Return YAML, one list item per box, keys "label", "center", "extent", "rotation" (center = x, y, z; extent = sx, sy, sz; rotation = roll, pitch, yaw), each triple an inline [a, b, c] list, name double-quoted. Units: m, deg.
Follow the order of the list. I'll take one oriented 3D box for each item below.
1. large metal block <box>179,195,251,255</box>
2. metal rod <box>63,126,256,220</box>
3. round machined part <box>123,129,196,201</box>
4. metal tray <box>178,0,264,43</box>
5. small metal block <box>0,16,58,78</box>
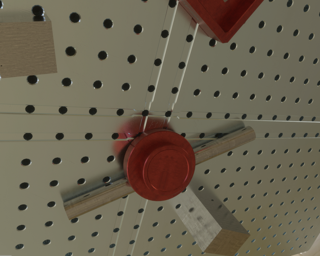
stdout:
- label: "large metal block"
  center: [0.093, 0.168, 0.533]
  extent: [0.080, 0.080, 0.050]
  rotation: [25, 105, -37]
- label: "metal rod"
  center: [0.011, 0.060, 0.455]
  extent: [0.302, 0.025, 0.025]
  rotation: [-21, 127, -17]
- label: "round machined part"
  center: [0.004, 0.052, 0.415]
  extent: [0.099, 0.042, 0.097]
  rotation: [-3, 99, -20]
- label: "metal tray"
  center: [0.059, -0.168, 0.337]
  extent: [0.130, 0.030, 0.090]
  rotation: [35, 99, -39]
- label: "small metal block"
  center: [-0.128, -0.078, 0.294]
  extent: [0.050, 0.025, 0.050]
  rotation: [-11, 123, -23]
